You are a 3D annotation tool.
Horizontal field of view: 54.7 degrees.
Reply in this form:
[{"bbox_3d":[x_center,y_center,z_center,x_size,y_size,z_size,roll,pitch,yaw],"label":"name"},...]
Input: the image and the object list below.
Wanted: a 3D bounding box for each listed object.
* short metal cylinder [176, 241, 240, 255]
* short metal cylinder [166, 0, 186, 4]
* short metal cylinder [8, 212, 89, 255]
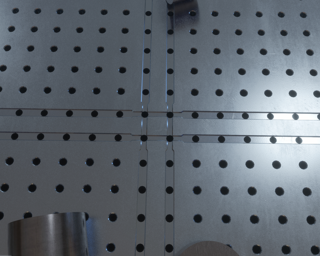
[{"bbox_3d":[0.052,0.165,0.338,0.081,0.050,0.080,0,70,0],"label":"short metal cylinder"},{"bbox_3d":[0.030,-0.235,0.469,0.050,0.080,0.080,-19,71,-7],"label":"short metal cylinder"},{"bbox_3d":[-0.120,0.124,0.336,0.081,0.080,0.050,-9,71,-4],"label":"short metal cylinder"}]
